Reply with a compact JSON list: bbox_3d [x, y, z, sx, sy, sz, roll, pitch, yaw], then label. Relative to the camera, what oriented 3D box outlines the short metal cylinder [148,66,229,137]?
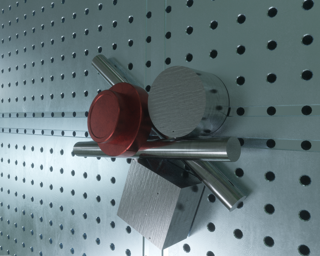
[{"bbox_3d":[0.033,-0.029,0.363,0.080,0.050,0.079,0,90,39],"label":"short metal cylinder"}]

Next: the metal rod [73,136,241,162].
[{"bbox_3d":[-0.031,0.028,0.409,0.300,0.025,0.025,-4,88,47],"label":"metal rod"}]

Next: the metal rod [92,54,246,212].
[{"bbox_3d":[-0.005,-0.011,0.412,0.300,0.025,0.025,46,117,30],"label":"metal rod"}]

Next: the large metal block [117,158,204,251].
[{"bbox_3d":[-0.001,0.089,0.389,0.080,0.050,0.079,25,106,37],"label":"large metal block"}]

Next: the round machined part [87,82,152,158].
[{"bbox_3d":[-0.057,-0.012,0.400,0.098,0.042,0.098,-12,73,43],"label":"round machined part"}]
